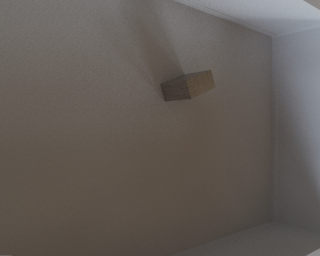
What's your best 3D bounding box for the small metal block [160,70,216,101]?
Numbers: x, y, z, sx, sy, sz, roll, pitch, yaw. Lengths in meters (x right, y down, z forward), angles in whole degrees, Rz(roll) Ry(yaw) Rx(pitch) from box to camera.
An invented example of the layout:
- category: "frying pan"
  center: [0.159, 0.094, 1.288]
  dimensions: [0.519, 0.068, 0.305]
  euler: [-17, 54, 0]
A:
- category: "small metal block"
  center: [0.038, -0.057, 0.420]
  dimensions: [0.050, 0.050, 0.025]
  euler: [-27, 107, -37]
